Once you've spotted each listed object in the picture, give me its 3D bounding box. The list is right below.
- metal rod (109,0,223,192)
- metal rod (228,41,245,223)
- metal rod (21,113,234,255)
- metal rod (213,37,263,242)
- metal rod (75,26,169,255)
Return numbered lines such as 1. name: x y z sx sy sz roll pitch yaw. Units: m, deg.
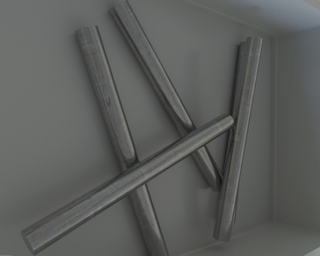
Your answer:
1. metal rod: 0.021 -0.027 0.423 0.025 0.025 0.299 -46 117 -30
2. metal rod: 0.128 0.003 0.513 0.025 0.025 0.298 13 82 -39
3. metal rod: -0.010 0.046 0.364 0.302 0.025 0.025 -28 108 -37
4. metal rod: 0.115 0.017 0.458 0.025 0.025 0.298 9 91 -40
5. metal rod: -0.040 0.031 0.372 0.025 0.025 0.298 -26 107 -37
